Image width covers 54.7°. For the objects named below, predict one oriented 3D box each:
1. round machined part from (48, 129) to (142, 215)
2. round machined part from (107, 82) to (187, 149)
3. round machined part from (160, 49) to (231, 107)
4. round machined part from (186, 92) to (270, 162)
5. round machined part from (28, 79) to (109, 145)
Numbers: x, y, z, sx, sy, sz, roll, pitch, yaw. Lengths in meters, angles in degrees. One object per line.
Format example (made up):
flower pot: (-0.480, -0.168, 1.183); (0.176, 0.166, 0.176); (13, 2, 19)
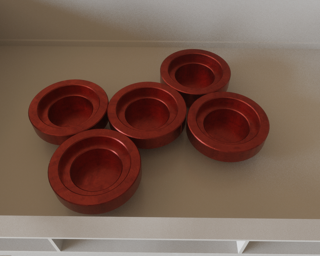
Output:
round machined part: (-0.069, 0.051, 0.346); (0.099, 0.042, 0.098); (0, 50, 0)
round machined part: (-0.016, -0.012, 0.399); (0.099, 0.042, 0.098); (0, 50, 0)
round machined part: (0.050, -0.068, 0.448); (0.099, 0.042, 0.098); (0, 50, 0)
round machined part: (0.082, 0.003, 0.389); (0.099, 0.042, 0.098); (0, 50, 0)
round machined part: (-0.114, -0.016, 0.403); (0.099, 0.042, 0.098); (0, 50, 0)
